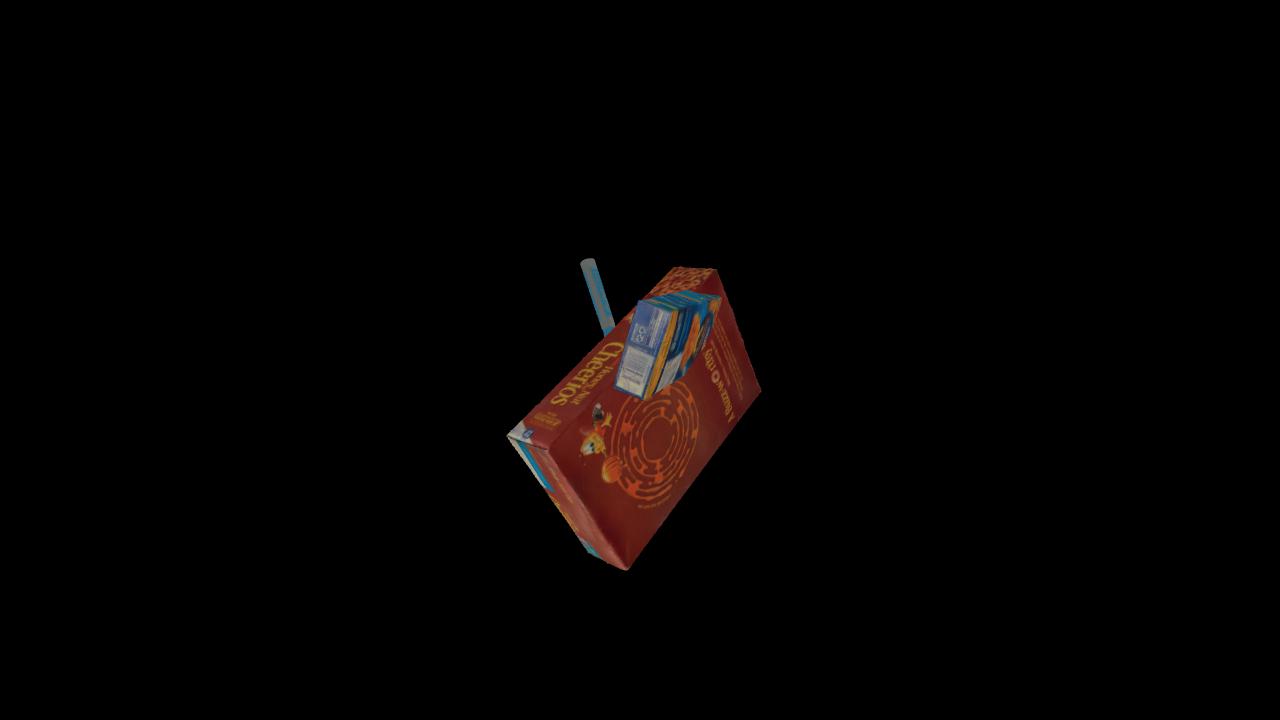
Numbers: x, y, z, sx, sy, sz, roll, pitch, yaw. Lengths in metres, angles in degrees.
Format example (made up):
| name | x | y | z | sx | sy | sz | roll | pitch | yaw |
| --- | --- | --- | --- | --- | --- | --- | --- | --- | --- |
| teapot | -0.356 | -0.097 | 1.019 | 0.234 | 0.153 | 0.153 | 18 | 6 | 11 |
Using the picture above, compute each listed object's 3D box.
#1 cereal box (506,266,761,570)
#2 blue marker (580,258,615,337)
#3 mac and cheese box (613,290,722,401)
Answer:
| name | x | y | z | sx | sy | sz | roll | pitch | yaw |
| --- | --- | --- | --- | --- | --- | --- | --- | --- | --- |
| cereal box | 0.012 | 0.059 | 0.718 | 0.081 | 0.203 | 0.306 | 12 | 49 | 44 |
| blue marker | -0.046 | -0.066 | 0.740 | 0.020 | 0.121 | 0.020 | -17 | -15 | -5 |
| mac and cheese box | 0.035 | -0.023 | 0.652 | 0.041 | 0.093 | 0.184 | 21 | 17 | 18 |
